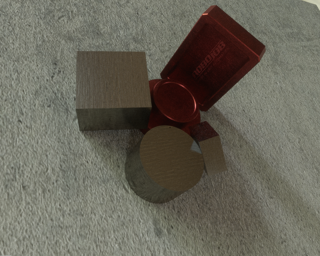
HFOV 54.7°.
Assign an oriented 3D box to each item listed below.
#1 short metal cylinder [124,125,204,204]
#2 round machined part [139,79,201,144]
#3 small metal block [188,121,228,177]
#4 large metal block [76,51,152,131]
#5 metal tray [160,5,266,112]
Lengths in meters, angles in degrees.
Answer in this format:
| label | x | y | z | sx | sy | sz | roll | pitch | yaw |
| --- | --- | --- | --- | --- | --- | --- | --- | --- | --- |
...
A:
| label | x | y | z | sx | sy | sz | roll | pitch | yaw |
| --- | --- | --- | --- | --- | --- | --- | --- | --- | --- |
| short metal cylinder | 0.004 | 0.044 | 0.367 | 0.081 | 0.050 | 0.080 | 14 | 56 | -21 |
| round machined part | 0.013 | -0.028 | 0.421 | 0.099 | 0.042 | 0.098 | 14 | 56 | -21 |
| small metal block | 0.060 | 0.025 | 0.394 | 0.025 | 0.050 | 0.050 | -19 | 113 | -3 |
| large metal block | -0.057 | -0.044 | 0.371 | 0.081 | 0.050 | 0.080 | -2 | 62 | -10 |
| metal tray | 0.067 | -0.090 | 0.429 | 0.090 | 0.129 | 0.030 | 39 | 51 | -2 |
